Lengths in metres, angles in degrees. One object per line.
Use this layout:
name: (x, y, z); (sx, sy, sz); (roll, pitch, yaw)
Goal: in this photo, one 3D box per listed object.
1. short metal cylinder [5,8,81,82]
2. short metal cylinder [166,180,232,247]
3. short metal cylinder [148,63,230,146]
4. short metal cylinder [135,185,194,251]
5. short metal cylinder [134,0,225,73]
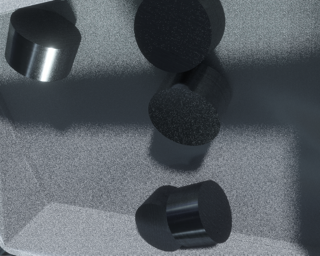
short metal cylinder: (-0.144, -0.103, 0.383); (0.080, 0.080, 0.050); (37, 129, 3)
short metal cylinder: (0.054, 0.114, 0.415); (0.050, 0.080, 0.080); (-23, 107, 36)
short metal cylinder: (0.034, -0.026, 0.348); (0.080, 0.050, 0.079); (15, 136, 15)
short metal cylinder: (0.011, 0.133, 0.461); (0.080, 0.050, 0.079); (13, 118, 26)
short metal cylinder: (0.021, -0.103, 0.317); (0.080, 0.050, 0.079); (13, 124, 20)
